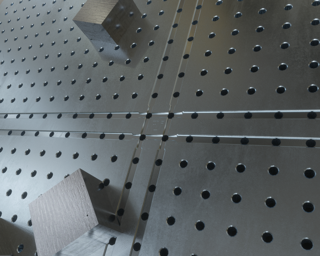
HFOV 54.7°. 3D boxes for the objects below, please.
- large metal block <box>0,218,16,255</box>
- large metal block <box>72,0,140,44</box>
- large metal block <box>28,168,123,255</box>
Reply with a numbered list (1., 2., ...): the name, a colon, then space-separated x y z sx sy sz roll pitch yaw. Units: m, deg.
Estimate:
1. large metal block: -0.248 0.155 0.406 0.050 0.080 0.080 -46 51 -4
2. large metal block: -0.098 -0.206 0.568 0.080 0.050 0.080 21 73 35
3. large metal block: -0.104 0.110 0.378 0.080 0.050 0.080 -35 52 4
